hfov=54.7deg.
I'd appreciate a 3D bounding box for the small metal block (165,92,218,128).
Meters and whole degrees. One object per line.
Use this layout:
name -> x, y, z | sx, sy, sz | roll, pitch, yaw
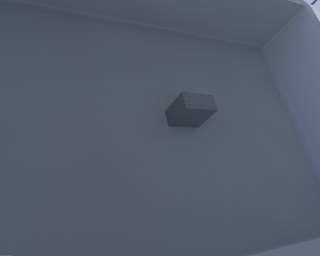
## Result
small metal block -> 0.043, -0.024, 0.429 | 0.050, 0.050, 0.025 | 2, 61, -28
